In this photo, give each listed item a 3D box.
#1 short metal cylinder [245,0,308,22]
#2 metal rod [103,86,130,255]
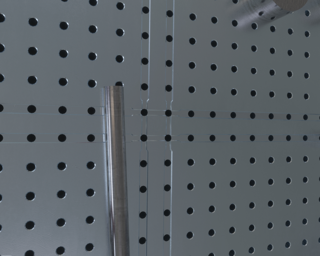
[{"bbox_3d":[0.174,-0.206,0.463,0.081,0.050,0.079,0,90,-20],"label":"short metal cylinder"},{"bbox_3d":[-0.053,0.097,0.393,0.025,0.025,0.298,-2,91,-20],"label":"metal rod"}]
